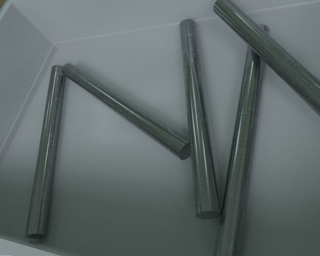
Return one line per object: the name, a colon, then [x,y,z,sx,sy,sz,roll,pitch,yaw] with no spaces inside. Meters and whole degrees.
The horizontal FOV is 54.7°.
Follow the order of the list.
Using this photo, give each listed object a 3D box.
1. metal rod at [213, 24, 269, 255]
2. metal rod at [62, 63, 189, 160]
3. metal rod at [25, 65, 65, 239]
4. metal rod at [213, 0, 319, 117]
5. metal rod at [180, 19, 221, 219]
metal rod: [0.097,0.001,0.353,0.025,0.025,0.300,1,62,29]
metal rod: [-0.066,-0.038,0.463,0.300,0.025,0.025,34,81,38]
metal rod: [-0.175,0.017,0.486,0.025,0.025,0.299,-18,55,18]
metal rod: [0.149,-0.058,0.340,0.025,0.025,0.299,-35,58,5]
metal rod: [0.045,-0.036,0.395,0.025,0.025,0.300,-16,53,19]
